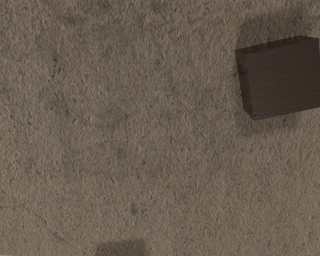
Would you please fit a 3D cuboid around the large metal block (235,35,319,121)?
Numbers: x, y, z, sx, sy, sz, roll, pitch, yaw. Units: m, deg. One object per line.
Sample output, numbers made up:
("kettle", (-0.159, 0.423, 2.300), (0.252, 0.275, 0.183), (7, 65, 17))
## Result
("large metal block", (0.143, -0.062, 0.376), (0.080, 0.050, 0.079), (-12, 110, 4))
